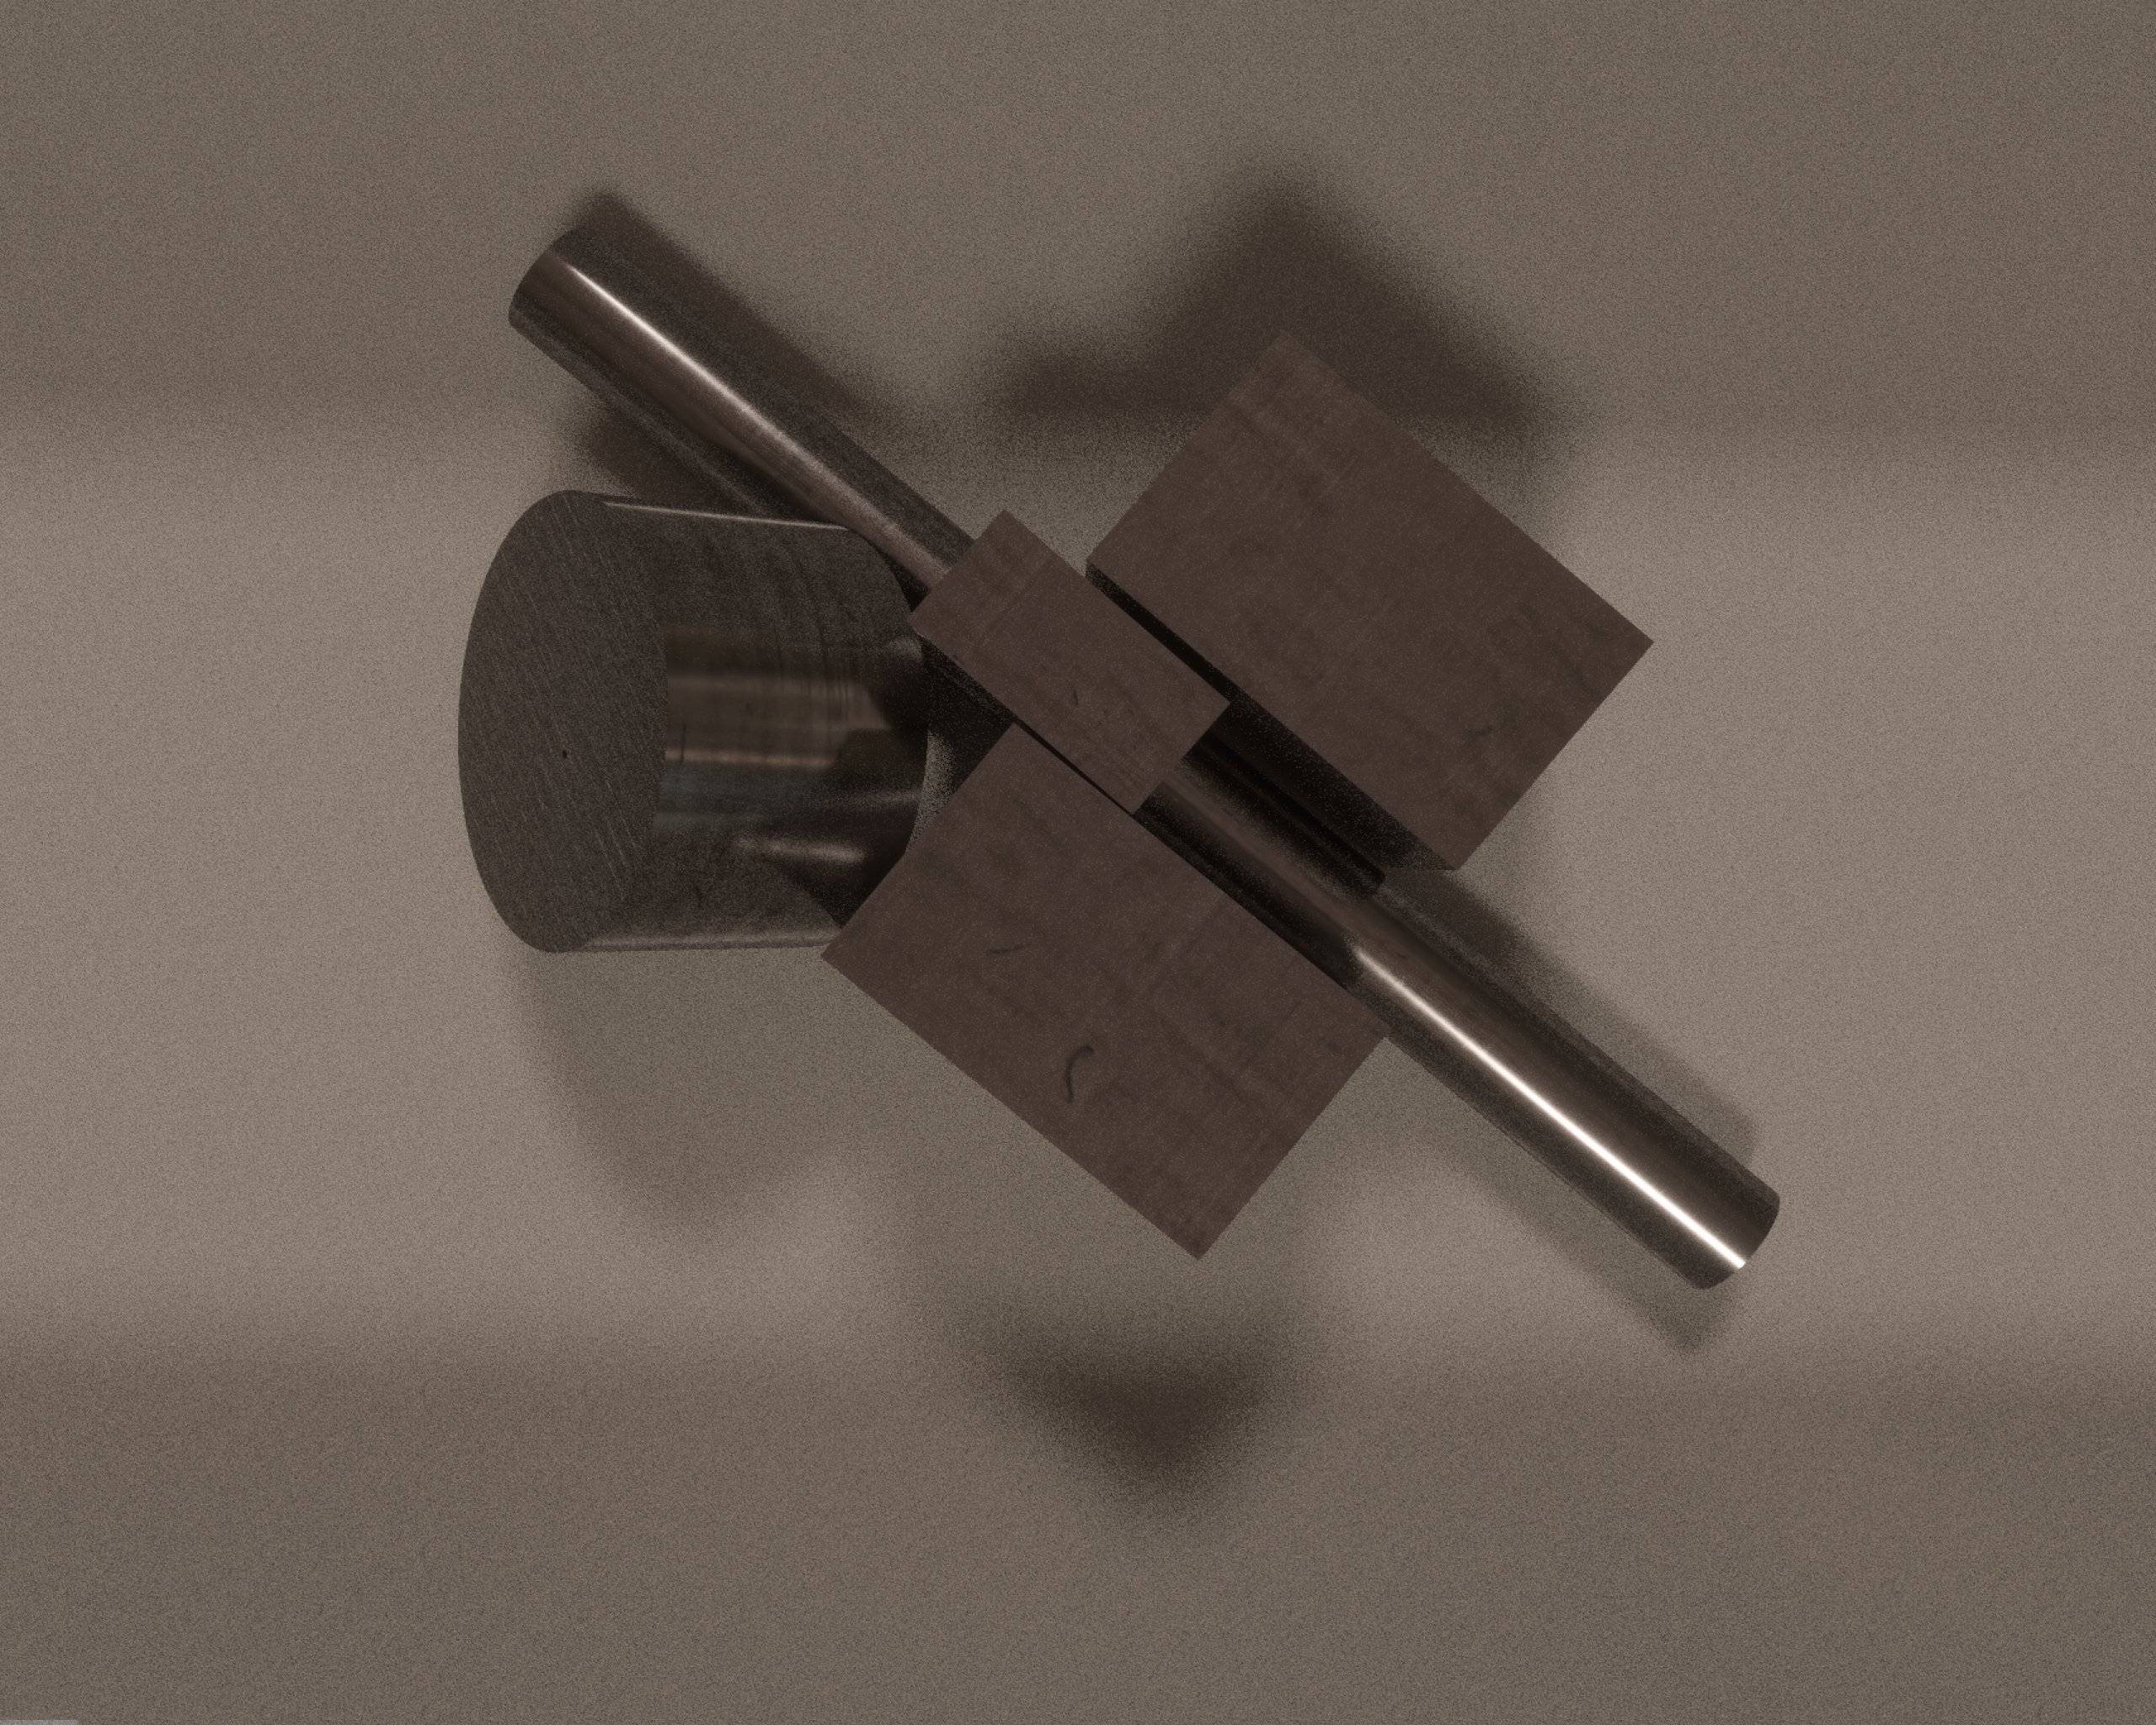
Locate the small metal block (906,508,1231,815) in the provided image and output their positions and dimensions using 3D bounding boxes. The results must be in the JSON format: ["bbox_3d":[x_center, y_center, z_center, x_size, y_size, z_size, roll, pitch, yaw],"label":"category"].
[{"bbox_3d":[-0.002,-0.034,0.374,0.050,0.050,0.025,41,90,-1],"label":"small metal block"}]

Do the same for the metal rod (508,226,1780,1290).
[{"bbox_3d":[0.013,-0.020,0.411,0.300,0.025,0.025,39,90,-1],"label":"metal rod"}]

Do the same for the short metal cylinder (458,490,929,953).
[{"bbox_3d":[-0.071,-0.024,0.376,0.050,0.080,0.079,1,90,-40],"label":"short metal cylinder"}]

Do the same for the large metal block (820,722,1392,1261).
[{"bbox_3d":[0.004,0.021,0.383,0.080,0.080,0.050,39,90,-1],"label":"large metal block"}]

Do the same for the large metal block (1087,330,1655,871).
[{"bbox_3d":[0.048,-0.044,0.384,0.080,0.080,0.050,40,90,-1],"label":"large metal block"}]
